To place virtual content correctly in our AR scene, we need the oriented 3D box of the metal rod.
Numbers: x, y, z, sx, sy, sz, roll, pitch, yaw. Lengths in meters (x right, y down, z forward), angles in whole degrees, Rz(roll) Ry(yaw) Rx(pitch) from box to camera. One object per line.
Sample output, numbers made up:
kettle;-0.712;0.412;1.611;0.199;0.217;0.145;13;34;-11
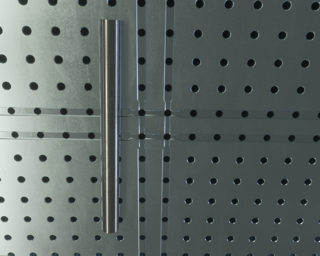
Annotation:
metal rod;-0.067;0.012;0.416;0.025;0.025;0.298;3;110;-2
